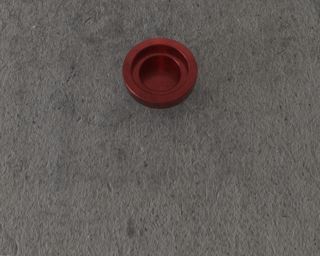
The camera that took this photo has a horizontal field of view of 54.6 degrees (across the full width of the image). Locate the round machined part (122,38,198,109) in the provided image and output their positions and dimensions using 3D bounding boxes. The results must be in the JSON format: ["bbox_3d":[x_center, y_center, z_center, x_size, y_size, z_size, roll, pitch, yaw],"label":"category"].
[{"bbox_3d":[0.000,-0.071,0.425,0.099,0.042,0.098,0,70,0],"label":"round machined part"}]
